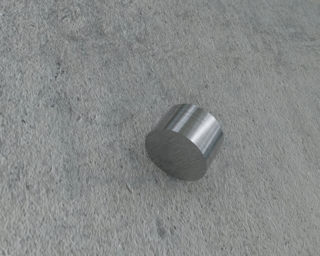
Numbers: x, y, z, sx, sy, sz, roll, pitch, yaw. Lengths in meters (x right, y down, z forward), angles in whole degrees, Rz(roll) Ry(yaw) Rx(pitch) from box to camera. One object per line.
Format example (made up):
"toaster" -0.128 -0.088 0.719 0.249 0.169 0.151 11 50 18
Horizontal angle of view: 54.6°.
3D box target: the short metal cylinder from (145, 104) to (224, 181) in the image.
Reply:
"short metal cylinder" 0.029 0.018 0.373 0.080 0.080 0.050 40 51 -1
